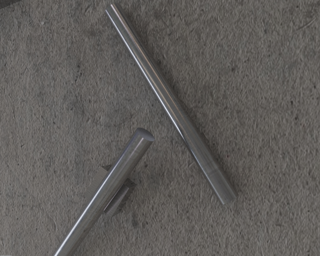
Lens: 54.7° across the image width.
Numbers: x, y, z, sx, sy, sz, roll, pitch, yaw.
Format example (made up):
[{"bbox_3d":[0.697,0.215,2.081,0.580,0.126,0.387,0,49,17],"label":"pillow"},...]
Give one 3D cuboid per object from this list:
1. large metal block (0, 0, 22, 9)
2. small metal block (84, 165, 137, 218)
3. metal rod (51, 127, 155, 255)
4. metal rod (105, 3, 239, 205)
[{"bbox_3d":[-0.267,-0.240,0.490,0.080,0.050,0.080,-12,86,19],"label":"large metal block"},{"bbox_3d":[-0.069,0.087,0.433,0.050,0.025,0.050,34,101,16],"label":"small metal block"},{"bbox_3d":[-0.097,0.121,0.419,0.025,0.025,0.298,41,112,15],"label":"metal rod"},{"bbox_3d":[0.010,-0.039,0.405,0.025,0.025,0.299,-34,79,17],"label":"metal rod"}]
